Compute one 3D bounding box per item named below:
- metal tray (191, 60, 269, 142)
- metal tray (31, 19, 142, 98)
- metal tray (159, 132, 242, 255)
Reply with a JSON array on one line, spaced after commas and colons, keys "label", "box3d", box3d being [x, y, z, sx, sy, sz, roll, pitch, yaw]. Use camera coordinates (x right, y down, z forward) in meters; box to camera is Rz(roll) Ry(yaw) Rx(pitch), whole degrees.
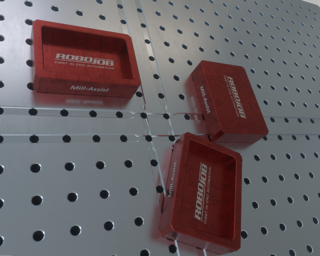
[{"label": "metal tray", "box3d": [0.108, -0.042, 0.488, 0.091, 0.030, 0.130, 2, 61, -27]}, {"label": "metal tray", "box3d": [-0.096, -0.088, 0.406, 0.131, 0.030, 0.090, 1, 61, -28]}, {"label": "metal tray", "box3d": [0.056, 0.078, 0.386, 0.090, 0.030, 0.130, 22, 53, -15]}]
